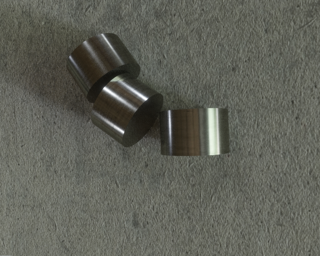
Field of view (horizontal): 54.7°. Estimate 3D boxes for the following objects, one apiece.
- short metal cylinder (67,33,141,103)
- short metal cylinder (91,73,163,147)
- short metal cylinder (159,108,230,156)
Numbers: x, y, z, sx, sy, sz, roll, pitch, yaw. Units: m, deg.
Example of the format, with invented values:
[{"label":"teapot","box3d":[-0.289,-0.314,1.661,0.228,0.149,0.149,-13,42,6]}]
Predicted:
[{"label":"short metal cylinder","box3d":[-0.073,-0.077,0.405,0.080,0.080,0.050,-38,78,16]},{"label":"short metal cylinder","box3d":[-0.040,-0.022,0.394,0.050,0.080,0.080,35,101,16]},{"label":"short metal cylinder","box3d":[0.040,0.005,0.365,0.080,0.080,0.050,-2,89,20]}]
